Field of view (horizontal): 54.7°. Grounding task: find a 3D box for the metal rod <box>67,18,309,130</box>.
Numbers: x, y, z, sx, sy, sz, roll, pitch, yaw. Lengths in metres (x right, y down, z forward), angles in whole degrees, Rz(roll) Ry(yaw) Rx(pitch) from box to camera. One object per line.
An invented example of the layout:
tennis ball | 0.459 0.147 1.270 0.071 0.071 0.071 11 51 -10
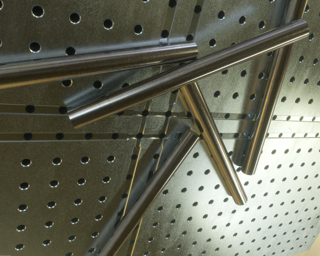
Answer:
metal rod | 0.039 -0.067 0.368 0.302 0.025 0.025 -22 128 -6

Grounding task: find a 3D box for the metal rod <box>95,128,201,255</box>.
metal rod | -0.035 0.127 0.472 0.025 0.025 0.299 26 104 -38

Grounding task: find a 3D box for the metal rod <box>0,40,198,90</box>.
metal rod | -0.097 -0.062 0.320 0.303 0.025 0.025 -13 124 -22

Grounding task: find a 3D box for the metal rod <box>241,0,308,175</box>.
metal rod | 0.169 -0.054 0.472 0.025 0.025 0.298 -9 122 -24

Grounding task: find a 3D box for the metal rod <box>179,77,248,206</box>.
metal rod | 0.091 0.035 0.484 0.025 0.025 0.299 -36 129 -5
